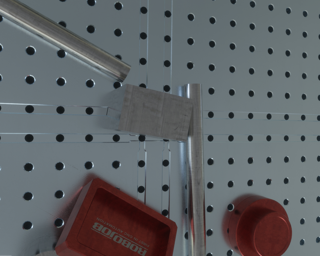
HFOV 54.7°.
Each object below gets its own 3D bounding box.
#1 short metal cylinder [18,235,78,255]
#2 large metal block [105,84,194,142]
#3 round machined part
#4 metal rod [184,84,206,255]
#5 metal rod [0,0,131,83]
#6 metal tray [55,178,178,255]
[{"bbox_3d":[-0.126,0.171,0.354,0.081,0.050,0.079,0,90,-20],"label":"short metal cylinder"},{"bbox_3d":[-0.017,-0.016,0.378,0.081,0.080,0.050,11,87,-20],"label":"large metal block"},{"bbox_3d":[0.156,0.155,0.464,0.099,0.042,0.097,0,90,-21],"label":"round machined part"},{"bbox_3d":[0.050,0.089,0.432,0.025,0.025,0.298,-2,91,-20],"label":"metal rod"},{"bbox_3d":[-0.170,-0.135,0.349,0.301,0.025,0.025,28,81,-18],"label":"metal rod"},{"bbox_3d":[-0.044,0.129,0.368,0.130,0.030,0.090,35,41,-17],"label":"metal tray"}]
